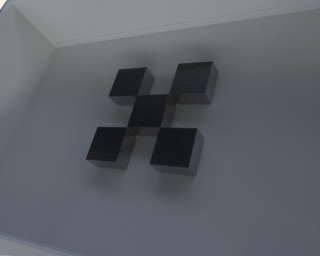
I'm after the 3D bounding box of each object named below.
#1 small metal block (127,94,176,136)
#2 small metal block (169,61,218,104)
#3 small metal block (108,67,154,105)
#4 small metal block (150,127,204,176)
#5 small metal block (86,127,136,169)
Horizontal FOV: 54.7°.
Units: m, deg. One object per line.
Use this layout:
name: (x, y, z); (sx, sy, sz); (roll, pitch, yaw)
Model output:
small metal block: (-0.011, -0.017, 0.419); (0.050, 0.025, 0.050); (1, 62, 28)
small metal block: (0.046, -0.060, 0.416); (0.050, 0.025, 0.050); (3, 63, 29)
small metal block: (-0.042, -0.062, 0.464); (0.050, 0.025, 0.050); (2, 62, 29)
small metal block: (0.021, 0.027, 0.375); (0.050, 0.025, 0.050); (2, 62, 29)
small metal block: (-0.066, 0.026, 0.422); (0.050, 0.025, 0.050); (1, 62, 28)
